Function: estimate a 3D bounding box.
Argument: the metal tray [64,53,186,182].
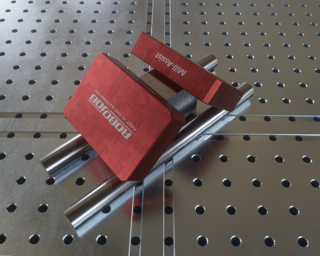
[{"bbox_3d":[-0.045,-0.014,0.349,0.130,0.030,0.090,43,105,29],"label":"metal tray"}]

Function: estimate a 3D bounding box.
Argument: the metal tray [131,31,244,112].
[{"bbox_3d":[0.035,-0.071,0.397,0.130,0.030,0.090,39,16,27],"label":"metal tray"}]

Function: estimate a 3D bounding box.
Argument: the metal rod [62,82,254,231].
[{"bbox_3d":[0.016,0.021,0.391,0.302,0.025,0.025,-34,58,-26],"label":"metal rod"}]

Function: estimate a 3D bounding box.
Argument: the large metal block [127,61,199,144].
[{"bbox_3d":[0.001,-0.028,0.394,0.080,0.080,0.050,-35,59,-26],"label":"large metal block"}]

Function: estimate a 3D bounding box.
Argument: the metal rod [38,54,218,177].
[{"bbox_3d":[-0.027,-0.031,0.433,0.302,0.025,0.025,-35,59,-26],"label":"metal rod"}]
